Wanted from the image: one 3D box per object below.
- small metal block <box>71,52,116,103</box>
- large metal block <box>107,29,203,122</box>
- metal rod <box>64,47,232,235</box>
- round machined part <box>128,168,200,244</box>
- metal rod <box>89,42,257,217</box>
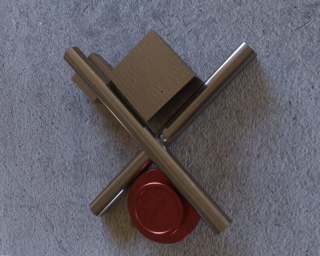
[{"bbox_3d":[-0.089,-0.071,0.442,0.050,0.025,0.050,45,103,14],"label":"small metal block"},{"bbox_3d":[-0.005,-0.064,0.399,0.080,0.050,0.080,-43,77,14],"label":"large metal block"},{"bbox_3d":[-0.024,0.007,0.391,0.025,0.025,0.300,-45,77,14],"label":"metal rod"},{"bbox_3d":[0.003,0.101,0.399,0.098,0.042,0.097,0,90,19],"label":"round machined part"},{"bbox_3d":[0.009,0.010,0.408,0.025,0.025,0.299,46,104,14],"label":"metal rod"}]
